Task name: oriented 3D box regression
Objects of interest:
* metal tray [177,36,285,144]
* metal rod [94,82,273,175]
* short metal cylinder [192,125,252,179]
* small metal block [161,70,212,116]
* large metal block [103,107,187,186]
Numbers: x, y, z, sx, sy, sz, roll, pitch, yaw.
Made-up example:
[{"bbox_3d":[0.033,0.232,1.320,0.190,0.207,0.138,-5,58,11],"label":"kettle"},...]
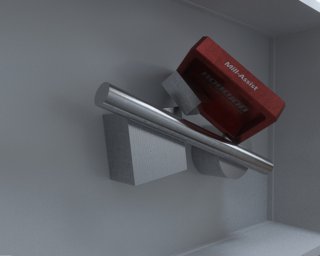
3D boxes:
[{"bbox_3d":[0.080,-0.044,0.400,0.130,0.090,0.030,41,60,0],"label":"metal tray"},{"bbox_3d":[0.054,0.014,0.386,0.302,0.025,0.025,23,76,-38],"label":"metal rod"},{"bbox_3d":[0.095,0.035,0.471,0.081,0.050,0.079,0,90,-40],"label":"short metal cylinder"},{"bbox_3d":[0.035,-0.044,0.392,0.050,0.025,0.050,54,21,12],"label":"small metal block"},{"bbox_3d":[-0.017,0.018,0.377,0.081,0.050,0.079,-10,97,-40],"label":"large metal block"}]
